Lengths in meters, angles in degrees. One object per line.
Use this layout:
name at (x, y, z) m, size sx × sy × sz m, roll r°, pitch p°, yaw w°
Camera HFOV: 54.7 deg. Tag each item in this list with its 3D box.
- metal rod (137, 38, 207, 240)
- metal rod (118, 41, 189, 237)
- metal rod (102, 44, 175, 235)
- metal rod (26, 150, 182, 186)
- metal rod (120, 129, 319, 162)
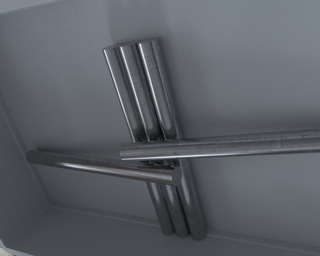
metal rod at (0.023, 0.031, 0.413) m, size 0.025 × 0.025 × 0.298 m, roll -2°, pitch 118°, yaw 28°
metal rod at (0.000, 0.032, 0.425) m, size 0.025 × 0.025 × 0.298 m, roll -2°, pitch 118°, yaw 28°
metal rod at (-0.022, 0.032, 0.437) m, size 0.025 × 0.025 × 0.298 m, roll -2°, pitch 118°, yaw 28°
metal rod at (-0.104, 0.056, 0.473) m, size 0.300 × 0.025 × 0.025 m, roll 2°, pitch 120°, yaw 33°
metal rod at (0.092, 0.019, 0.347) m, size 0.301 × 0.025 × 0.025 m, roll -5°, pitch 116°, yaw 23°
